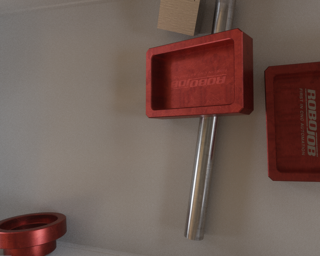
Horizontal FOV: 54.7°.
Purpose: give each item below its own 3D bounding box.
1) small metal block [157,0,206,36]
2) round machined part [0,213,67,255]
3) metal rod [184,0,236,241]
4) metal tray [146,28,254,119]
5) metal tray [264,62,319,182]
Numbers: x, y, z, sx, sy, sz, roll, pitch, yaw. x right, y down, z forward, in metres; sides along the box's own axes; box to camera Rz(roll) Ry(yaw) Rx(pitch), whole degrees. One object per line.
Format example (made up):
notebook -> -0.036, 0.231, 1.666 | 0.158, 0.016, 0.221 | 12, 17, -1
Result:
small metal block -> 0.028, -0.148, 0.391 | 0.050, 0.025, 0.050 | 18, 119, 18
round machined part -> -0.182, 0.152, 0.434 | 0.098, 0.098, 0.042 | -3, 89, 19
metal rod -> 0.062, -0.009, 0.388 | 0.025, 0.025, 0.298 | 8, 93, 19
metal tray -> 0.042, -0.058, 0.369 | 0.130, 0.030, 0.089 | -2, 86, 37
metal tray -> 0.167, -0.006, 0.348 | 0.090, 0.030, 0.129 | -2, 89, 19
